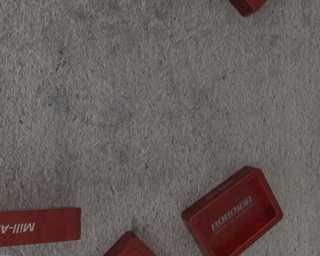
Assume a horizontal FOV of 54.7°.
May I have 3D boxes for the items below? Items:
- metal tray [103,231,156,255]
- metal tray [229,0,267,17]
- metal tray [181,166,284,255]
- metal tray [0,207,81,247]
[{"bbox_3d":[-0.052,0.208,0.387,0.130,0.030,0.090,-44,104,-15],"label":"metal tray"},{"bbox_3d":[0.142,-0.242,0.458,0.090,0.030,0.130,44,76,-15],"label":"metal tray"},{"bbox_3d":[0.106,0.126,0.445,0.131,0.030,0.090,-32,101,-17],"label":"metal tray"},{"bbox_3d":[-0.152,0.099,0.315,0.131,0.090,0.030,2,77,-20],"label":"metal tray"}]
